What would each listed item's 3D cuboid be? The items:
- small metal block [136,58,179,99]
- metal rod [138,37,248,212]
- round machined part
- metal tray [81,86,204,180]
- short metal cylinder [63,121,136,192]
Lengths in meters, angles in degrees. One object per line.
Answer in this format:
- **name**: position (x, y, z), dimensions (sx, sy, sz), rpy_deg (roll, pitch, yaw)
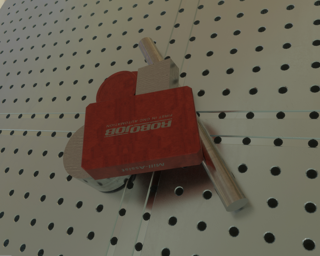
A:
- **small metal block**: position (-0.003, -0.059, 0.411), dimensions (0.050, 0.025, 0.050), rpy_deg (-12, 59, 27)
- **metal rod**: position (0.028, -0.028, 0.406), dimensions (0.025, 0.025, 0.300), rpy_deg (-31, 52, 8)
- **round machined part**: position (-0.052, -0.043, 0.445), dimensions (0.098, 0.042, 0.098), rpy_deg (-14, 56, 22)
- **metal tray**: position (-0.021, 0.005, 0.359), dimensions (0.131, 0.030, 0.090), rpy_deg (-9, 57, 8)
- **short metal cylinder**: position (-0.077, 0.037, 0.405), dimensions (0.080, 0.050, 0.080), rpy_deg (-13, 56, 21)
